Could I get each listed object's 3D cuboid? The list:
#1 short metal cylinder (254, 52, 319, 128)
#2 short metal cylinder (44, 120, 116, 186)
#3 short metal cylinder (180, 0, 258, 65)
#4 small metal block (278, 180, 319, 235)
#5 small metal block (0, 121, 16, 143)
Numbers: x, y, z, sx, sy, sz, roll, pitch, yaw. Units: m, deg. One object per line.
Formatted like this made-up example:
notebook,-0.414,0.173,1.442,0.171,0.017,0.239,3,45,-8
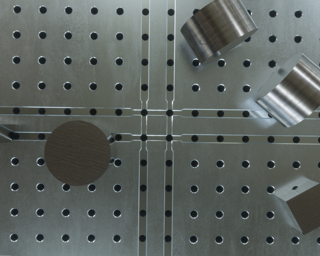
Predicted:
short metal cylinder,0.165,-0.047,0.387,0.050,0.080,0.080,41,90,0
short metal cylinder,-0.100,0.030,0.400,0.081,0.050,0.079,0,90,0
short metal cylinder,0.073,-0.121,0.386,0.080,0.080,0.050,-31,90,0
small metal block,0.198,0.105,0.415,0.050,0.025,0.050,-29,90,0
small metal block,-0.225,0.001,0.399,0.050,0.050,0.025,14,90,0
